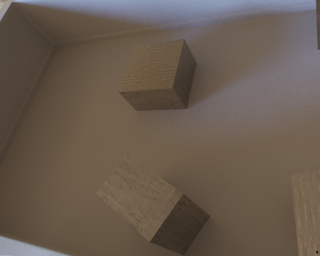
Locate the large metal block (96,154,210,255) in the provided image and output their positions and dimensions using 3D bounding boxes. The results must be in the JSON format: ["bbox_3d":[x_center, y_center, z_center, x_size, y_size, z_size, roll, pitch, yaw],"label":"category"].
[{"bbox_3d":[-0.005,0.081,0.324,0.080,0.080,0.050,29,78,37],"label":"large metal block"}]

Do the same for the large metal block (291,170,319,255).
[{"bbox_3d":[0.158,0.076,0.245,0.080,0.050,0.080,-20,52,40],"label":"large metal block"}]

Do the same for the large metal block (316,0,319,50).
[{"bbox_3d":[0.217,-0.137,0.340,0.080,0.080,0.050,-1,61,28],"label":"large metal block"}]

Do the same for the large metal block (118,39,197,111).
[{"bbox_3d":[-0.001,-0.072,0.435,0.080,0.050,0.080,0,62,28],"label":"large metal block"}]
